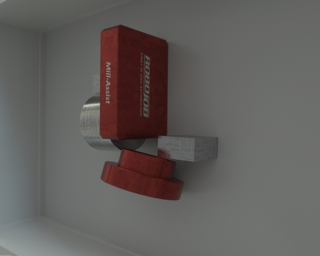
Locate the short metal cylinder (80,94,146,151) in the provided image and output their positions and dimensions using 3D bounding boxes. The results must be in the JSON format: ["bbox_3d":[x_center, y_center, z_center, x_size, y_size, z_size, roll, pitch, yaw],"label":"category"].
[{"bbox_3d":[-0.059,-0.009,0.418,0.050,0.081,0.079,-2,89,40],"label":"short metal cylinder"}]

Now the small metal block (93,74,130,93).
[{"bbox_3d":[-0.058,-0.061,0.436,0.050,0.050,0.025,0,90,39],"label":"small metal block"}]

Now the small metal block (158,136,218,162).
[{"bbox_3d":[0.033,0.022,0.362,0.050,0.050,0.025,3,92,39],"label":"small metal block"}]

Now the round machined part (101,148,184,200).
[{"bbox_3d":[-0.018,0.052,0.374,0.098,0.098,0.042,12,85,39],"label":"round machined part"}]

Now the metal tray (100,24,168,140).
[{"bbox_3d":[-0.030,-0.052,0.387,0.030,0.091,0.129,1,91,40],"label":"metal tray"}]
